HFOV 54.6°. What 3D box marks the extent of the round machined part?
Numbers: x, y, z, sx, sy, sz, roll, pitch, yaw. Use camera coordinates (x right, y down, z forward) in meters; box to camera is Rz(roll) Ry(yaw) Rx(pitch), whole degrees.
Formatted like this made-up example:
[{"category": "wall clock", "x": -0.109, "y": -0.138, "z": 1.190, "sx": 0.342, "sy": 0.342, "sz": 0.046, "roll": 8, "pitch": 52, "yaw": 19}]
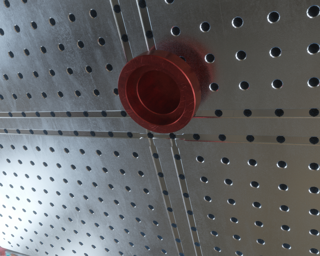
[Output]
[{"category": "round machined part", "x": 0.003, "y": -0.046, "z": 0.371, "sx": 0.098, "sy": 0.042, "sz": 0.097, "roll": 13, "pitch": 124, "yaw": 21}]
